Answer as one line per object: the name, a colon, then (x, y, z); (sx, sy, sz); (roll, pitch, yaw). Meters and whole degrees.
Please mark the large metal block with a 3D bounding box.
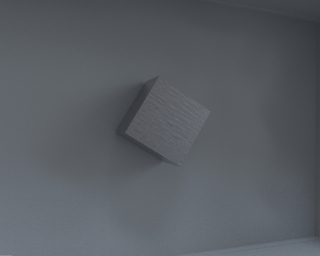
large metal block: (0.003, -0.008, 0.395); (0.080, 0.050, 0.080); (33, 79, -17)
